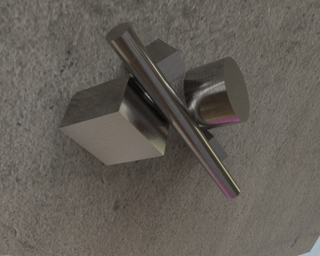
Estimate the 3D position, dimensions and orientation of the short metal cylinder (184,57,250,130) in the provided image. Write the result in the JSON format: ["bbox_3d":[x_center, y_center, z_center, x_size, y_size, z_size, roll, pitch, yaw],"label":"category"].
[{"bbox_3d":[0.071,-0.041,0.380,0.050,0.080,0.080,-14,139,32],"label":"short metal cylinder"}]

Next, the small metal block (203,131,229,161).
[{"bbox_3d":[0.064,0.021,0.438,0.025,0.050,0.050,-42,130,0],"label":"small metal block"}]

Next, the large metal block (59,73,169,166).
[{"bbox_3d":[-0.047,-0.005,0.342,0.080,0.050,0.080,-13,138,30],"label":"large metal block"}]

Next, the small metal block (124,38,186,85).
[{"bbox_3d":[-0.008,-0.071,0.346,0.050,0.050,0.025,-34,129,-7],"label":"small metal block"}]

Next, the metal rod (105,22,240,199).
[{"bbox_3d":[0.035,0.005,0.367,0.025,0.025,0.300,-40,130,-1],"label":"metal rod"}]
